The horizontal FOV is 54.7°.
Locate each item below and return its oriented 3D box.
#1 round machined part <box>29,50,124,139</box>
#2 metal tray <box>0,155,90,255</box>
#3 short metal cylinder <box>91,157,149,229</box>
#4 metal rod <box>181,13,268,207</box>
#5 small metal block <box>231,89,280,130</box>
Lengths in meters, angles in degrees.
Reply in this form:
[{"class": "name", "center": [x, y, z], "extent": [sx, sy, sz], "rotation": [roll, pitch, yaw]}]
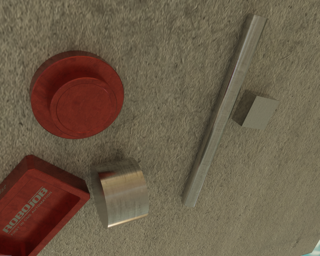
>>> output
[{"class": "round machined part", "center": [-0.085, -0.029, 0.332], "extent": [0.099, 0.042, 0.097], "rotation": [-14, 124, -21]}, {"class": "metal tray", "center": [-0.162, 0.104, 0.379], "extent": [0.130, 0.030, 0.090], "rotation": [-47, 129, 5]}, {"class": "short metal cylinder", "center": [-0.053, 0.081, 0.393], "extent": [0.050, 0.080, 0.079], "rotation": [-11, 123, -23]}, {"class": "metal rod", "center": [0.085, -0.009, 0.447], "extent": [0.025, 0.025, 0.298], "rotation": [2, 118, -30]}, {"class": "small metal block", "center": [0.144, -0.027, 0.469], "extent": [0.050, 0.025, 0.050], "rotation": [7, 115, -32]}]
